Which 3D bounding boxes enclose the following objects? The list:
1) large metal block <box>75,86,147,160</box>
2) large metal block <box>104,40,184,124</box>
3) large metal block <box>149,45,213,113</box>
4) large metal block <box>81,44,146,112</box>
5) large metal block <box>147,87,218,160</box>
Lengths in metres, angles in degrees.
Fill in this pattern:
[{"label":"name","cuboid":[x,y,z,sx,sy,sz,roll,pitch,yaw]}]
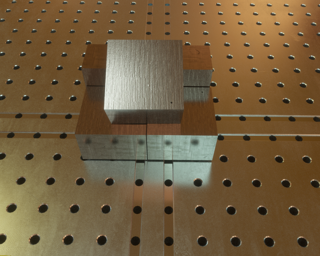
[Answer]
[{"label":"large metal block","cuboid":[-0.056,-0.007,0.394,0.081,0.050,0.080,1,50,0]},{"label":"large metal block","cuboid":[-0.016,-0.050,0.347,0.081,0.050,0.080,0,74,-1]},{"label":"large metal block","cuboid":[0.025,-0.066,0.426,0.081,0.080,0.050,1,50,0]},{"label":"large metal block","cuboid":[-0.056,-0.067,0.426,0.081,0.080,0.050,1,50,0]},{"label":"large metal block","cuboid":[0.026,-0.006,0.394,0.081,0.050,0.080,1,50,0]}]
